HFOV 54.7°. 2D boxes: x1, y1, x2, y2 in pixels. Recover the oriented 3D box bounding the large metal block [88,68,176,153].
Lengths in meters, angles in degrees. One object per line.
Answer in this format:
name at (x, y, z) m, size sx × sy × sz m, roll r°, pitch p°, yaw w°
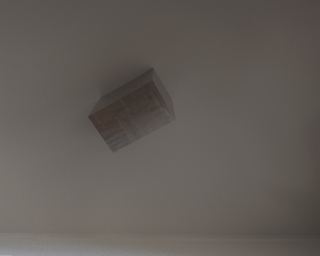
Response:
large metal block at (-0.031, -0.024, 0.373) m, size 0.080 × 0.080 × 0.050 m, roll -28°, pitch 108°, yaw 9°
